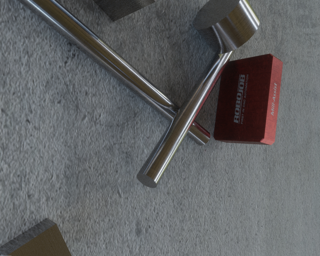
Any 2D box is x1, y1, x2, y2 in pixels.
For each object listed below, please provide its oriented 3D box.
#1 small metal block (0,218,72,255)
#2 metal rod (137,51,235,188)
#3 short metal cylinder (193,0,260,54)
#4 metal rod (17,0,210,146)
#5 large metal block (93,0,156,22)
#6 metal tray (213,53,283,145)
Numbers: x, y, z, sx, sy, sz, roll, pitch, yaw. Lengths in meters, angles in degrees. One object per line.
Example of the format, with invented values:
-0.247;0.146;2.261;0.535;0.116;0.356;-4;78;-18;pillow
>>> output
-0.120;0.127;0.306;0.050;0.025;0.050;-30;109;-36;small metal block
0.053;-0.045;0.424;0.025;0.025;0.301;54;50;-27;metal rod
0.096;-0.156;0.452;0.050;0.080;0.080;42;65;-33;short metal cylinder
-0.035;-0.060;0.377;0.301;0.025;0.025;37;67;-34;metal rod
-0.045;-0.171;0.333;0.080;0.080;0.050;42;65;-32;large metal block
0.134;-0.042;0.477;0.030;0.090;0.129;14;81;-40;metal tray
